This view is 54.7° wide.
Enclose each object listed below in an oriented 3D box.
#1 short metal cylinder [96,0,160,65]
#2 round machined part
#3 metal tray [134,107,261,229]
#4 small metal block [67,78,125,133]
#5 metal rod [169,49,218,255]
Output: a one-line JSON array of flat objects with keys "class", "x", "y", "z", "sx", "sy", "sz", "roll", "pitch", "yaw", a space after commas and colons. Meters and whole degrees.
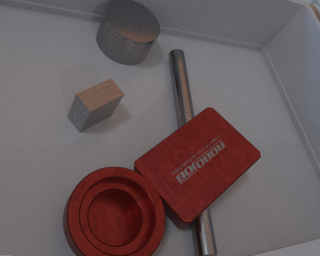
[{"class": "short metal cylinder", "x": -0.047, "y": -0.139, "z": 0.450, "sx": 0.081, "sy": 0.050, "sz": 0.080, "roll": 14, "pitch": 56, "yaw": -21}, {"class": "round machined part", "x": -0.048, "y": 0.092, "z": 0.314, "sx": 0.099, "sy": 0.042, "sz": 0.098, "roll": 14, "pitch": 56, "yaw": -21}, {"class": "metal tray", "x": 0.045, "y": 0.043, "z": 0.371, "sx": 0.131, "sy": 0.030, "sz": 0.090, "roll": -36, "pitch": 71, "yaw": -24}, {"class": "small metal block", "x": -0.076, "y": -0.026, "z": 0.366, "sx": 0.050, "sy": 0.050, "sz": 0.025, "roll": -34, "pitch": 81, "yaw": -38}, {"class": "metal rod", "x": 0.039, "y": 0.013, "z": 0.420, "sx": 0.025, "sy": 0.025, "sz": 0.299, "roll": 9, "pitch": 58, "yaw": -24}]
